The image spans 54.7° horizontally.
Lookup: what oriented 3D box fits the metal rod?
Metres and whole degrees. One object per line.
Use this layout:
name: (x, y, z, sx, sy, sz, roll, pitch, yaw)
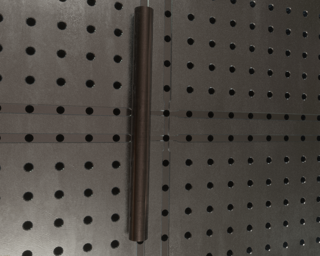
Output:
metal rod: (-0.025, -0.006, 0.404, 0.025, 0.025, 0.298, 2, 90, -20)
